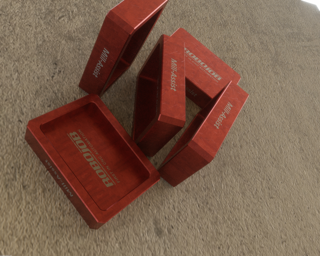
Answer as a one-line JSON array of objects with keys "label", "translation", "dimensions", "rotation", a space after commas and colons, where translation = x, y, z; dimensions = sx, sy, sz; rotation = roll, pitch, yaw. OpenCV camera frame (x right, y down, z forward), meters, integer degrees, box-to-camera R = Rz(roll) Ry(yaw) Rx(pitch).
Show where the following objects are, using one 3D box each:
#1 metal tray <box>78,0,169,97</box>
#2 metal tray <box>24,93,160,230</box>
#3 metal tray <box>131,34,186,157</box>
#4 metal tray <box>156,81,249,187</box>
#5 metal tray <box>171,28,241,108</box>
[{"label": "metal tray", "translation": [-0.047, -0.101, 0.376], "dimensions": [0.030, 0.129, 0.090], "rotation": [38, 51, -4]}, {"label": "metal tray", "translation": [-0.073, 0.032, 0.344], "dimensions": [0.091, 0.030, 0.130], "rotation": [-33, 80, -38]}, {"label": "metal tray", "translation": [-0.003, -0.040, 0.387], "dimensions": [0.030, 0.090, 0.130], "rotation": [16, 55, -20]}, {"label": "metal tray", "translation": [0.055, 0.006, 0.391], "dimensions": [0.030, 0.090, 0.131], "rotation": [40, 51, -2]}, {"label": "metal tray", "translation": [0.057, -0.091, 0.490], "dimensions": [0.130, 0.030, 0.090], "rotation": [39, 51, -2]}]
